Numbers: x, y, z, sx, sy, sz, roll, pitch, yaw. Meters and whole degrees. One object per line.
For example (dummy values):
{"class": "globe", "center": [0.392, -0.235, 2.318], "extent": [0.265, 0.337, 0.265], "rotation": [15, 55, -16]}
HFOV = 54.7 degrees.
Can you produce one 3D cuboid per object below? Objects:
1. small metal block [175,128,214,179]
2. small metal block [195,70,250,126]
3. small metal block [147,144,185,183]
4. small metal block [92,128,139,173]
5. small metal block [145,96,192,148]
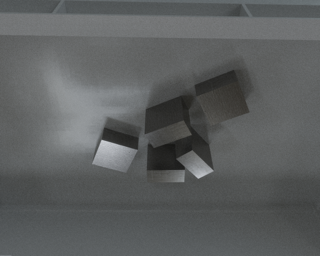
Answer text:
{"class": "small metal block", "center": [0.046, 0.032, 0.421], "extent": [0.025, 0.050, 0.050], "rotation": [-32, 124, 24]}
{"class": "small metal block", "center": [0.076, -0.036, 0.380], "extent": [0.050, 0.025, 0.050], "rotation": [-20, 128, 16]}
{"class": "small metal block", "center": [0.008, 0.049, 0.435], "extent": [0.050, 0.050, 0.025], "rotation": [-1, 130, 0]}
{"class": "small metal block", "center": [-0.063, 0.032, 0.436], "extent": [0.050, 0.025, 0.050], "rotation": [17, 128, -15]}
{"class": "small metal block", "center": [0.010, -0.008, 0.386], "extent": [0.050, 0.050, 0.025], "rotation": [-20, 127, 16]}
